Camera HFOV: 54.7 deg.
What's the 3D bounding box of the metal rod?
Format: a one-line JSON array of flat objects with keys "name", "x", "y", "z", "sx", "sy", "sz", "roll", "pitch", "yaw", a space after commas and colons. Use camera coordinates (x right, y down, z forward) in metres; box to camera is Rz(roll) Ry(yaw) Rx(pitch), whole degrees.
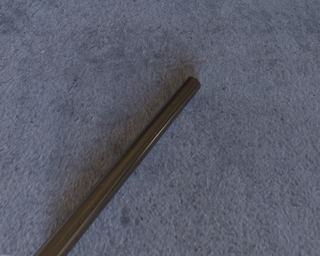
[{"name": "metal rod", "x": -0.031, "y": 0.032, "z": 0.376, "sx": 0.025, "sy": 0.025, "sz": 0.301, "roll": 26, "pitch": 54, "yaw": 20}]
